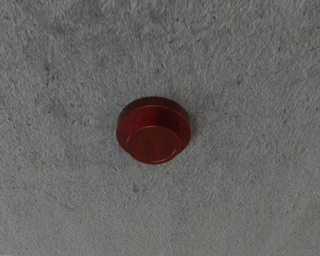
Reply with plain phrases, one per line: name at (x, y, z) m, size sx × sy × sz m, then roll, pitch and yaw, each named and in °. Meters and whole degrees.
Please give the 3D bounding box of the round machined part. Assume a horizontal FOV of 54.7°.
round machined part at (-0.008, 0.010, 0.406) m, size 0.099 × 0.042 × 0.097 m, roll -1°, pitch 130°, yaw 0°
